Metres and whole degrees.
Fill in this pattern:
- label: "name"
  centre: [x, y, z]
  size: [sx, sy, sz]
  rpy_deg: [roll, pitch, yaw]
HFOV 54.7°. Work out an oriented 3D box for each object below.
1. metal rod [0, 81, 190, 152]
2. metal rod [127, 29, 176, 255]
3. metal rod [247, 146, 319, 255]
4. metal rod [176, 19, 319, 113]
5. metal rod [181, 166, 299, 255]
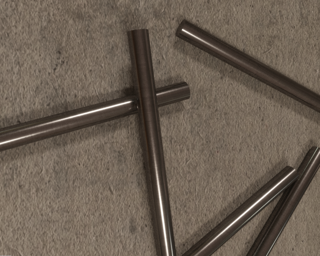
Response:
- label: "metal rod"
  centre: [-0.101, -0.010, 0.372]
  size: [0.302, 0.025, 0.025]
  rpy_deg: [-17, 96, -20]
- label: "metal rod"
  centre: [-0.008, 0.032, 0.388]
  size: [0.025, 0.025, 0.298]
  rpy_deg: [-11, 101, -20]
- label: "metal rod"
  centre: [0.174, 0.155, 0.475]
  size: [0.025, 0.025, 0.300]
  rpy_deg: [40, 77, -16]
- label: "metal rod"
  centre: [0.159, -0.082, 0.469]
  size: [0.302, 0.025, 0.025]
  rpy_deg: [22, 83, -19]
- label: "metal rod"
  centre: [0.089, 0.151, 0.443]
  size: [0.302, 0.025, 0.025]
  rpy_deg: [-34, 102, -17]
